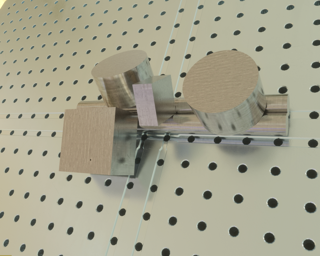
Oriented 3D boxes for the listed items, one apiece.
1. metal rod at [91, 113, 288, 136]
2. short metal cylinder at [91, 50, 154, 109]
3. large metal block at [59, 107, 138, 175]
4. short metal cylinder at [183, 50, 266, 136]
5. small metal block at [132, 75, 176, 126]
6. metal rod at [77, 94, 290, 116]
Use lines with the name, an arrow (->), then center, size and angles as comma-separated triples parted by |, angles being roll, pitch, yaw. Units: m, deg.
metal rod -> 0.005, -0.006, 0.405 | 0.300, 0.025, 0.025 | 1, 62, 28
short metal cylinder -> -0.049, -0.070, 0.438 | 0.080, 0.050, 0.080 | -13, 33, 9
large metal block -> -0.078, 0.018, 0.400 | 0.080, 0.050, 0.080 | -1, 82, 28
short metal cylinder -> 0.072, -0.038, 0.341 | 0.080, 0.050, 0.080 | -13, 56, 21
small metal block -> -0.005, -0.034, 0.375 | 0.025, 0.050, 0.050 | 1, 20, 28
metal rod -> 0.011, -0.028, 0.415 | 0.300, 0.025, 0.025 | 1, 62, 28
